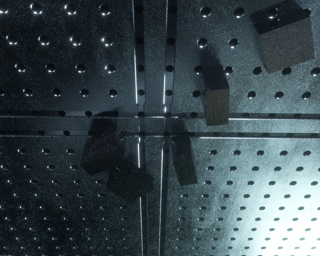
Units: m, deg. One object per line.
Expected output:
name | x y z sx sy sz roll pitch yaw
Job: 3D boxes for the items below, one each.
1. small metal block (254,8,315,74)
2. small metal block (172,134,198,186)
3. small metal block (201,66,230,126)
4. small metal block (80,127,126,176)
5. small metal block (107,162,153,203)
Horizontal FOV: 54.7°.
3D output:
small metal block | 0.134 -0.093 0.335 0.050 0.025 0.050 -18 128 14
small metal block | 0.035 0.045 0.434 0.025 0.050 0.050 -11 130 8
small metal block | 0.064 -0.038 0.364 0.025 0.050 0.050 -5 130 4
small metal block | -0.076 0.031 0.421 0.050 0.050 0.025 -21 127 16
small metal block | -0.046 0.086 0.485 0.050 0.025 0.050 -34 123 25
